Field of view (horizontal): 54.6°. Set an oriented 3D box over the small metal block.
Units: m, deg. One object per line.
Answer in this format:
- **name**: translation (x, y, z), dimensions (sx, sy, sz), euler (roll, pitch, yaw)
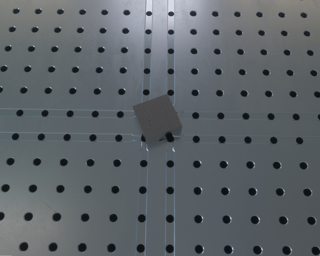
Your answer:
- **small metal block**: translation (-0.004, -0.011, 0.416), dimensions (0.050, 0.025, 0.050), euler (-21, 71, -7)
